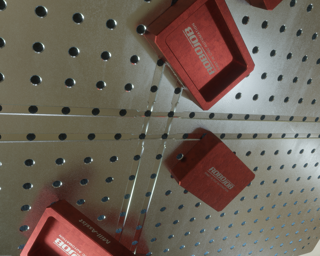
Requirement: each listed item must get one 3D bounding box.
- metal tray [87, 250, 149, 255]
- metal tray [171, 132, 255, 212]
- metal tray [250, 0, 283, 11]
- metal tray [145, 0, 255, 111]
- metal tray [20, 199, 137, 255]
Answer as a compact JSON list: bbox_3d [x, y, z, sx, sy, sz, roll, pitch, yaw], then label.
[{"bbox_3d":[-0.047,0.236,0.485,0.131,0.090,0.030,23,93,-37],"label":"metal tray"},{"bbox_3d":[0.089,0.075,0.502,0.090,0.030,0.130,-46,129,4],"label":"metal tray"},{"bbox_3d":[0.148,-0.214,0.355,0.130,0.030,0.090,-43,129,2],"label":"metal tray"},{"bbox_3d":[0.053,-0.093,0.378,0.090,0.030,0.130,-42,129,0],"label":"metal tray"},{"bbox_3d":[-0.105,0.166,0.396,0.090,0.130,0.030,-58,169,13],"label":"metal tray"}]
